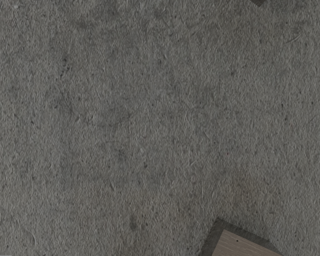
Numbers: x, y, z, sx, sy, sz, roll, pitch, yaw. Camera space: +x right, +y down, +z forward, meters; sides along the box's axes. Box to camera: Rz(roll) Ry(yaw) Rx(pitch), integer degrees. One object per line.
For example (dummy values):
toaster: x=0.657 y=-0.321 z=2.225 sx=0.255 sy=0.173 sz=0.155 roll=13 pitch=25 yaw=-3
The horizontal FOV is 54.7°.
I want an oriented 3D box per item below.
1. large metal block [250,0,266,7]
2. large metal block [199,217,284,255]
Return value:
large metal block: x=0.127 y=-0.220 z=0.398 sx=0.080 sy=0.050 sz=0.080 roll=35 pitch=90 yaw=0
large metal block: x=0.097 y=0.174 z=0.398 sx=0.080 sy=0.050 sz=0.080 roll=25 pitch=90 yaw=0
